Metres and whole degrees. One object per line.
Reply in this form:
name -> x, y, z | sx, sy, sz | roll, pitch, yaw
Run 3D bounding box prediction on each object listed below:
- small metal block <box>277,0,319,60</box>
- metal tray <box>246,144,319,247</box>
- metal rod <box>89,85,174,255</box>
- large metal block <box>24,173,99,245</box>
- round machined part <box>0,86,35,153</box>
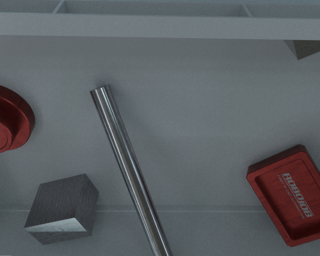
small metal block -> 0.153, -0.100, 0.310 | 0.050, 0.050, 0.025 | -21, 127, 17
metal tray -> 0.198, 0.100, 0.451 | 0.090, 0.030, 0.130 | -30, 94, 24
metal rod -> -0.025, 0.089, 0.406 | 0.025, 0.025, 0.298 | -16, 104, 12
large metal block -> -0.147, 0.124, 0.477 | 0.080, 0.080, 0.050 | -14, 129, 11
round machined part -> -0.215, -0.005, 0.390 | 0.099, 0.042, 0.097 | -1, 130, 0
